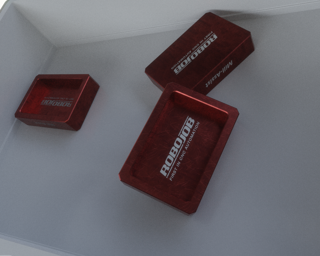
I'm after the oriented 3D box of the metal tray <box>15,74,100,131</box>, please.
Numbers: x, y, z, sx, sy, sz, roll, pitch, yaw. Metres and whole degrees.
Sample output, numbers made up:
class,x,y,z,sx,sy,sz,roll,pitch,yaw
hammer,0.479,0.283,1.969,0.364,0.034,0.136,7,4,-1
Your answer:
class,x,y,z,sx,sy,sz,roll,pitch,yaw
metal tray,-0.174,-0.046,0.522,0.130,0.030,0.090,6,64,30

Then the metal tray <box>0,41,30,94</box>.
class,x,y,z,sx,sy,sz,roll,pitch,yaw
metal tray,-0.344,-0.116,0.657,0.130,0.030,0.090,-40,51,1

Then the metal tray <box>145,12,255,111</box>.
class,x,y,z,sx,sy,sz,roll,pitch,yaw
metal tray,0.053,-0.096,0.433,0.130,0.030,0.090,-43,51,-2

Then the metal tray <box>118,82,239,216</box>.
class,x,y,z,sx,sy,sz,roll,pitch,yaw
metal tray,0.023,0.021,0.354,0.090,0.030,0.130,24,73,10
